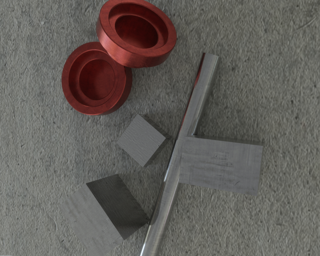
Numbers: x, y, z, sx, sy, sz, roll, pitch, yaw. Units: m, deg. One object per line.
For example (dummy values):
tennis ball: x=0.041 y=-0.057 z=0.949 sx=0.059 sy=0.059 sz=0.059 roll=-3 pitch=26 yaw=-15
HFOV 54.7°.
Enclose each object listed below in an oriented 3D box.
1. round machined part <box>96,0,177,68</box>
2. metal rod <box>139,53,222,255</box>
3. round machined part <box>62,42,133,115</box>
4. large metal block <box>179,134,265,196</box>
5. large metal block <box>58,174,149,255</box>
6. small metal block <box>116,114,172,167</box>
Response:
round machined part: x=-0.032 y=-0.115 z=0.392 sx=0.098 sy=0.099 sz=0.042 roll=54 pitch=145 yaw=12
metal rod: x=0.021 y=0.052 z=0.401 sx=0.025 sy=0.025 sz=0.298 roll=19 pitch=96 yaw=19
round machined part: x=-0.082 y=-0.066 z=0.429 sx=0.098 sy=0.042 sz=0.097 roll=0 pitch=90 yaw=20
large metal block: x=0.074 y=0.038 z=0.354 sx=0.080 sy=0.080 sz=0.050 roll=7 pitch=92 yaw=20
large metal block: x=-0.069 y=0.112 z=0.404 sx=0.050 sy=0.080 sz=0.080 roll=-41 pitch=77 yaw=15
small metal block: x=-0.021 y=0.016 z=0.416 sx=0.050 sy=0.025 sz=0.050 roll=41 pitch=103 yaw=15
